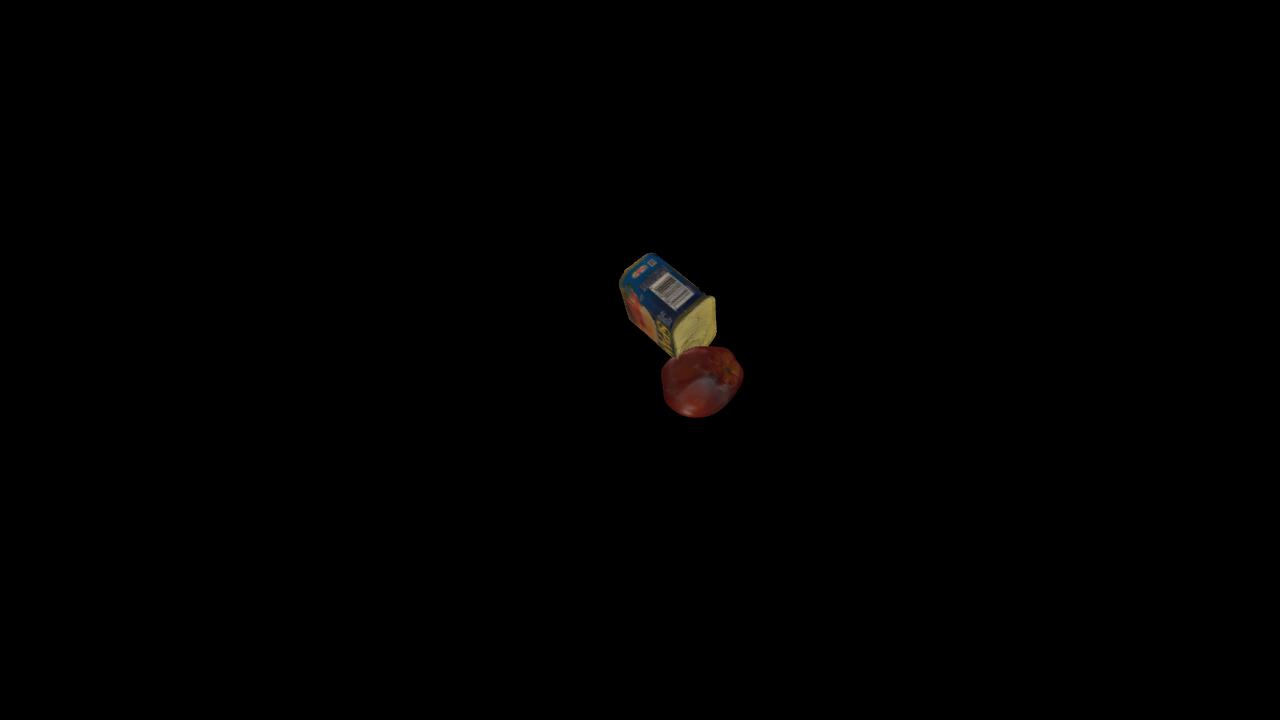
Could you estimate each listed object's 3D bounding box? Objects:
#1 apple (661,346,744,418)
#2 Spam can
[{"bbox_3d":[0.066,0.022,0.648,0.079,0.079,0.093,0,-21,-34],"label":"apple"},{"bbox_3d":[0.029,-0.052,0.638,0.085,0.058,0.101,43,-13,23],"label":"Spam can"}]
